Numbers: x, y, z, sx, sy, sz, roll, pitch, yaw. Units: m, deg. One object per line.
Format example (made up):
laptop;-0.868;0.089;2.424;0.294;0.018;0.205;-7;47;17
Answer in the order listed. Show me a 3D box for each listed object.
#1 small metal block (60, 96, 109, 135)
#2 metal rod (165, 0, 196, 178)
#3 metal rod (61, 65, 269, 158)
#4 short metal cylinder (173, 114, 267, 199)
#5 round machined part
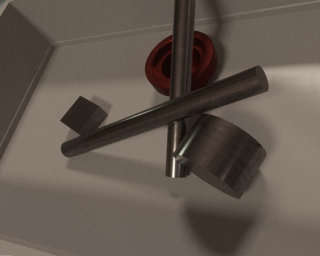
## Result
small metal block;-0.116;-0.016;0.474;0.050;0.025;0.050;28;77;37
metal rod;0.027;-0.092;0.367;0.025;0.025;0.298;2;88;29
metal rod;-0.022;-0.006;0.366;0.300;0.025;0.025;-18;53;37
short metal cylinder;0.061;0.029;0.320;0.080;0.080;0.050;27;77;37
round machined part;0.032;-0.083;0.428;0.098;0.042;0.098;-13;56;20
